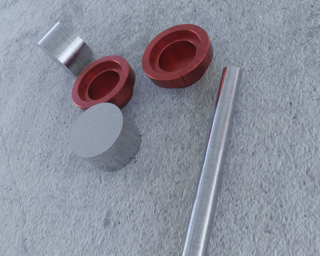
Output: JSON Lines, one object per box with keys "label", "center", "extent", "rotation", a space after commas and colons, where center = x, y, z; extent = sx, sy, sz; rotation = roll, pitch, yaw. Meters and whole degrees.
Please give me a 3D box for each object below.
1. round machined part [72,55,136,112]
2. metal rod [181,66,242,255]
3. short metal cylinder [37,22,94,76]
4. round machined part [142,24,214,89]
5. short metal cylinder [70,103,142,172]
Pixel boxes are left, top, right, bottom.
{"label": "round machined part", "center": [-0.080, -0.059, 0.467], "extent": [0.098, 0.042, 0.098], "rotation": [-14, 53, 20]}
{"label": "metal rod", "center": [0.054, 0.059, 0.338], "extent": [0.025, 0.025, 0.300], "rotation": [3, 63, 29]}
{"label": "short metal cylinder", "center": [-0.162, -0.134, 0.534], "extent": [0.080, 0.080, 0.050], "rotation": [33, 80, 38]}
{"label": "round machined part", "center": [0.028, -0.095, 0.436], "extent": [0.098, 0.042, 0.098], "rotation": [-13, 56, 20]}
{"label": "short metal cylinder", "center": [-0.072, 0.013, 0.416], "extent": [0.080, 0.050, 0.080], "rotation": [-13, 57, 20]}
